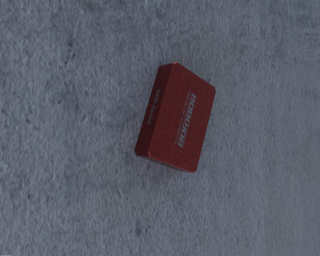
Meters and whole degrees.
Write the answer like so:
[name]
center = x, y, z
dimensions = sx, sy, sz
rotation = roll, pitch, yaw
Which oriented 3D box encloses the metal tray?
[metal tray]
center = 0.025, -0.012, 0.424
dimensions = 0.090, 0.030, 0.130
rotation = 25, 74, -38
